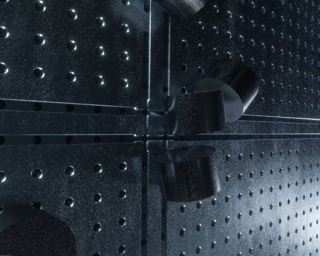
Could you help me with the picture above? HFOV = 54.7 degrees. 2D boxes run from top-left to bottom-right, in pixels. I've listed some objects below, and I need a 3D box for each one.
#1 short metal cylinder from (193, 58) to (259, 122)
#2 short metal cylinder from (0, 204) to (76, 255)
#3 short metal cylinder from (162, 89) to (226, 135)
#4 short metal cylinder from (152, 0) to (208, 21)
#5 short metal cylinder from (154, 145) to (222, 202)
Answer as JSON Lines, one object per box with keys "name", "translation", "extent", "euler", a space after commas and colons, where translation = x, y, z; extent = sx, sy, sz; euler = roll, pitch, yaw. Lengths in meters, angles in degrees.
{"name": "short metal cylinder", "translation": [0.097, -0.055, 0.457], "extent": [0.050, 0.080, 0.080], "euler": [-49, 119, -29]}
{"name": "short metal cylinder", "translation": [-0.127, 0.116, 0.288], "extent": [0.081, 0.050, 0.079], "euler": [0, 90, -40]}
{"name": "short metal cylinder", "translation": [0.046, -0.022, 0.414], "extent": [0.081, 0.080, 0.050], "euler": [-13, 98, -40]}
{"name": "short metal cylinder", "translation": [0.026, -0.187, 0.397], "extent": [0.050, 0.080, 0.080], "euler": [28, 72, -37]}
{"name": "short metal cylinder", "translation": [0.037, 0.057, 0.407], "extent": [0.081, 0.080, 0.050], "euler": [-17, 101, -39]}
